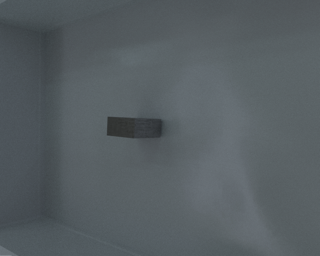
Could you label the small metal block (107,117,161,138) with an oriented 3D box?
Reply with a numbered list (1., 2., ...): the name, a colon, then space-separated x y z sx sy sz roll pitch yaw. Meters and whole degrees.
1. small metal block: -0.034 -0.001 0.412 0.050 0.050 0.025 4 93 39
